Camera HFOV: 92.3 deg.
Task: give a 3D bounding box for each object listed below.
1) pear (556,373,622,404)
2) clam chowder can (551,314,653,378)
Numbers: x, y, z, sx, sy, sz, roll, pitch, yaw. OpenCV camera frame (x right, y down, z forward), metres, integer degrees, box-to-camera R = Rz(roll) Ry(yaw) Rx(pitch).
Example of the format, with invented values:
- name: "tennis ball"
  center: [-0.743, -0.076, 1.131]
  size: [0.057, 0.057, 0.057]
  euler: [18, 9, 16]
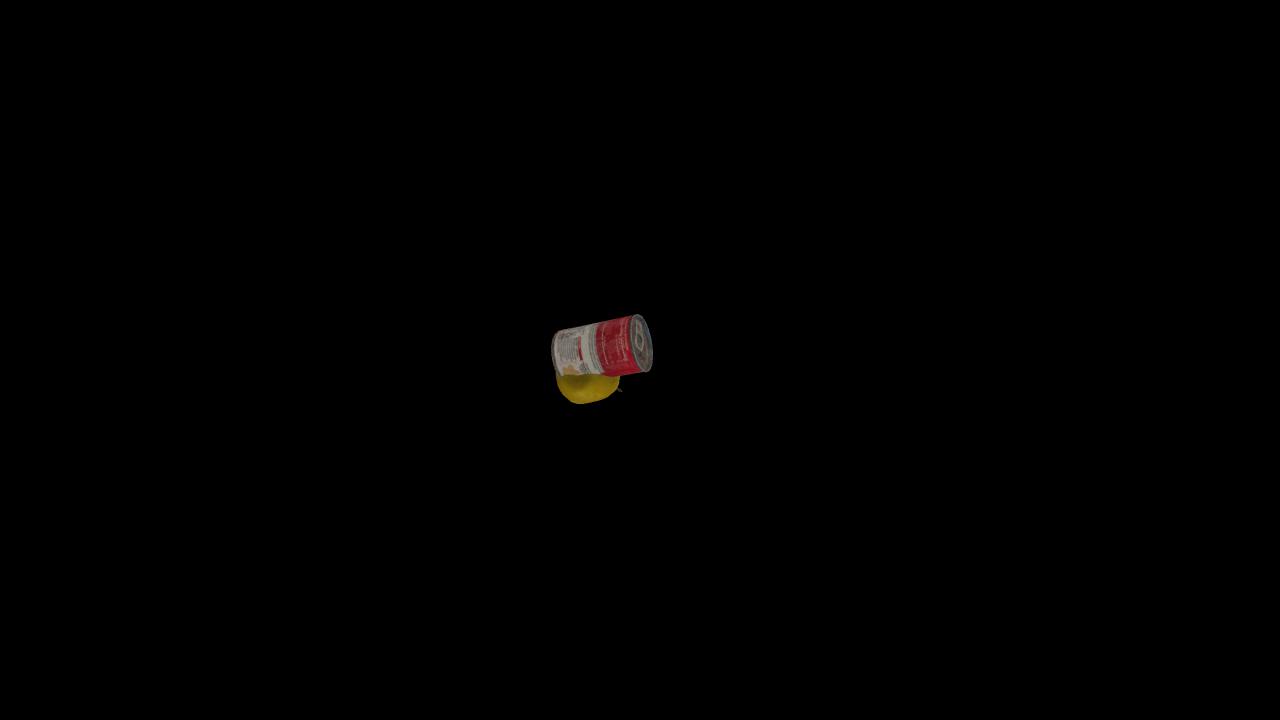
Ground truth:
- name: "pear"
  center: [-0.056, 0.021, 0.756]
  size: [0.080, 0.080, 0.111]
  euler: [0, -15, 14]
- name: "clam chowder can"
  center: [-0.044, -0.011, 0.716]
  size: [0.102, 0.068, 0.068]
  euler: [-10, -3, 19]
